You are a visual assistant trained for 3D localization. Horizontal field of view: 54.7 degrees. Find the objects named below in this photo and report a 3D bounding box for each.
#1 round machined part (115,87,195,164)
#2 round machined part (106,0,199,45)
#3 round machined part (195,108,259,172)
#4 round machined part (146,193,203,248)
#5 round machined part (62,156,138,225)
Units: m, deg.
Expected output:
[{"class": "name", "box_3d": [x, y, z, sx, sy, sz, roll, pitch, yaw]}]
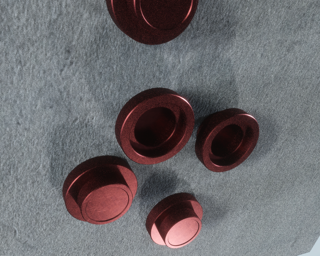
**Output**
[{"class": "round machined part", "box_3d": [-0.010, -0.006, 0.388, 0.099, 0.042, 0.097, -14, 125, -21]}, {"class": "round machined part", "box_3d": [-0.002, -0.132, 0.314, 0.099, 0.042, 0.097, -14, 125, -21]}, {"class": "round machined part", "box_3d": [0.094, 0.014, 0.458, 0.099, 0.042, 0.097, -14, 125, -21]}, {"class": "round machined part", "box_3d": [0.030, 0.159, 0.513, 0.099, 0.042, 0.097, -14, 125, -21]}, {"class": "round machined part", "box_3d": [-0.075, 0.088, 0.411, 0.099, 0.042, 0.097, -14, 125, -21]}]
